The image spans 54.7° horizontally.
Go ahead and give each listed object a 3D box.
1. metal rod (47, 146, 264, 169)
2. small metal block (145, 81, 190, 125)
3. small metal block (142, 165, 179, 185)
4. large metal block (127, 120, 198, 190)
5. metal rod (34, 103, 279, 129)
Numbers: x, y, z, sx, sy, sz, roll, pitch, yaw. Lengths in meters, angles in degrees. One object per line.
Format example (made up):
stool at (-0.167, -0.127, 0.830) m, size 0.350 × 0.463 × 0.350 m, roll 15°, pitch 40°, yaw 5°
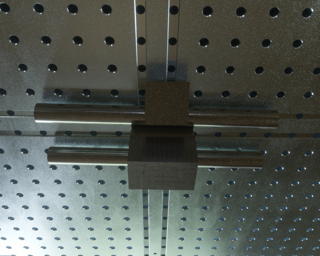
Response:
metal rod at (-0.005, 0.043, 0.444) m, size 0.302 × 0.025 × 0.025 m, roll 2°, pitch 130°, yaw -2°
small metal block at (0.008, -0.029, 0.367) m, size 0.050 × 0.025 × 0.050 m, roll 1°, pitch 96°, yaw -1°
small metal block at (0.000, 0.069, 0.450) m, size 0.050 × 0.025 × 0.050 m, roll 2°, pitch 168°, yaw -2°
large metal block at (0.003, 0.032, 0.397) m, size 0.081 × 0.080 × 0.050 m, roll 1°, pitch 130°, yaw -2°
metal rod at (-0.002, -0.015, 0.393) m, size 0.302 × 0.025 × 0.025 m, roll 2°, pitch 130°, yaw -2°
